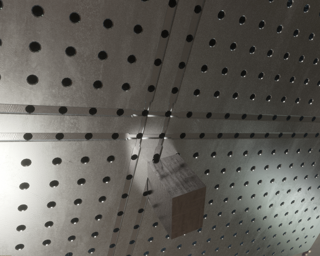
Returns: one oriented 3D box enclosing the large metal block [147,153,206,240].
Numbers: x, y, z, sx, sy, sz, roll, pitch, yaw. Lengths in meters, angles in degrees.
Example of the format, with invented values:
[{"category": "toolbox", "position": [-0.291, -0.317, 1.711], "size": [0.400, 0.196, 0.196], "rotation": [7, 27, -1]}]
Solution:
[{"category": "large metal block", "position": [0.021, 0.097, 0.449], "size": [0.050, 0.080, 0.079], "rotation": [-14, 125, -21]}]
